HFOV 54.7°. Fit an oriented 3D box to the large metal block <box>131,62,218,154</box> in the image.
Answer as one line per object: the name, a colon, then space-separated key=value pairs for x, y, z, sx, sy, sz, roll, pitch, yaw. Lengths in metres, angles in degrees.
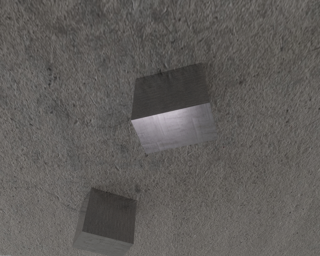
large metal block: x=0.016 y=-0.024 z=0.351 sx=0.080 sy=0.080 sz=0.050 roll=-12 pitch=129 yaw=10

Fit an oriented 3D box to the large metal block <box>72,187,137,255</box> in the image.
large metal block: x=-0.087 y=0.153 z=0.500 sx=0.080 sy=0.080 sz=0.050 roll=21 pitch=127 yaw=-17
